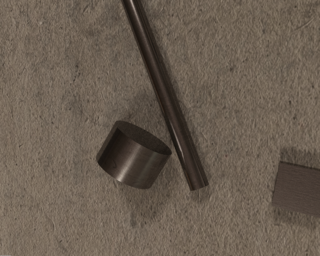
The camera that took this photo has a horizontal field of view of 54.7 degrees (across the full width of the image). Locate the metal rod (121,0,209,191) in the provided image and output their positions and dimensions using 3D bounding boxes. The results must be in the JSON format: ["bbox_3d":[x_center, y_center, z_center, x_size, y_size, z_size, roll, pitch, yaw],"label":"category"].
[{"bbox_3d":[0.000,-0.064,0.408,0.025,0.025,0.299,-22,83,18],"label":"metal rod"}]

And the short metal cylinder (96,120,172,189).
[{"bbox_3d":[-0.032,0.033,0.390,0.080,0.080,0.050,34,101,16],"label":"short metal cylinder"}]

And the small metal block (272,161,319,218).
[{"bbox_3d":[0.159,0.068,0.353,0.050,0.025,0.050,11,94,19],"label":"small metal block"}]
